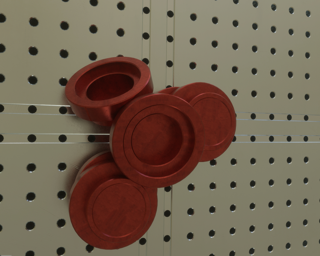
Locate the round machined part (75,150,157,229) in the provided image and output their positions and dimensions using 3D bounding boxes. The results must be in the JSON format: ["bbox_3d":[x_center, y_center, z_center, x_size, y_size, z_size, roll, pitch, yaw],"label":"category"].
[{"bbox_3d":[-0.049,0.075,0.363,0.099,0.042,0.097,0,90,-20],"label":"round machined part"}]

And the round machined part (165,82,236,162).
[{"bbox_3d":[0.051,-0.007,0.376,0.099,0.042,0.097,0,89,-20],"label":"round machined part"}]

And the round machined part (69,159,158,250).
[{"bbox_3d":[-0.048,0.085,0.340,0.099,0.042,0.097,0,90,-20],"label":"round machined part"}]

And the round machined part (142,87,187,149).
[{"bbox_3d":[0.023,-0.003,0.390,0.099,0.042,0.097,0,90,-20],"label":"round machined part"}]

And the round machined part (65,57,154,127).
[{"bbox_3d":[-0.056,-0.039,0.362,0.099,0.098,0.042,-29,135,-18],"label":"round machined part"}]

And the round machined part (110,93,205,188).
[{"bbox_3d":[-0.005,0.011,0.333,0.099,0.042,0.097,-3,99,-17],"label":"round machined part"}]
